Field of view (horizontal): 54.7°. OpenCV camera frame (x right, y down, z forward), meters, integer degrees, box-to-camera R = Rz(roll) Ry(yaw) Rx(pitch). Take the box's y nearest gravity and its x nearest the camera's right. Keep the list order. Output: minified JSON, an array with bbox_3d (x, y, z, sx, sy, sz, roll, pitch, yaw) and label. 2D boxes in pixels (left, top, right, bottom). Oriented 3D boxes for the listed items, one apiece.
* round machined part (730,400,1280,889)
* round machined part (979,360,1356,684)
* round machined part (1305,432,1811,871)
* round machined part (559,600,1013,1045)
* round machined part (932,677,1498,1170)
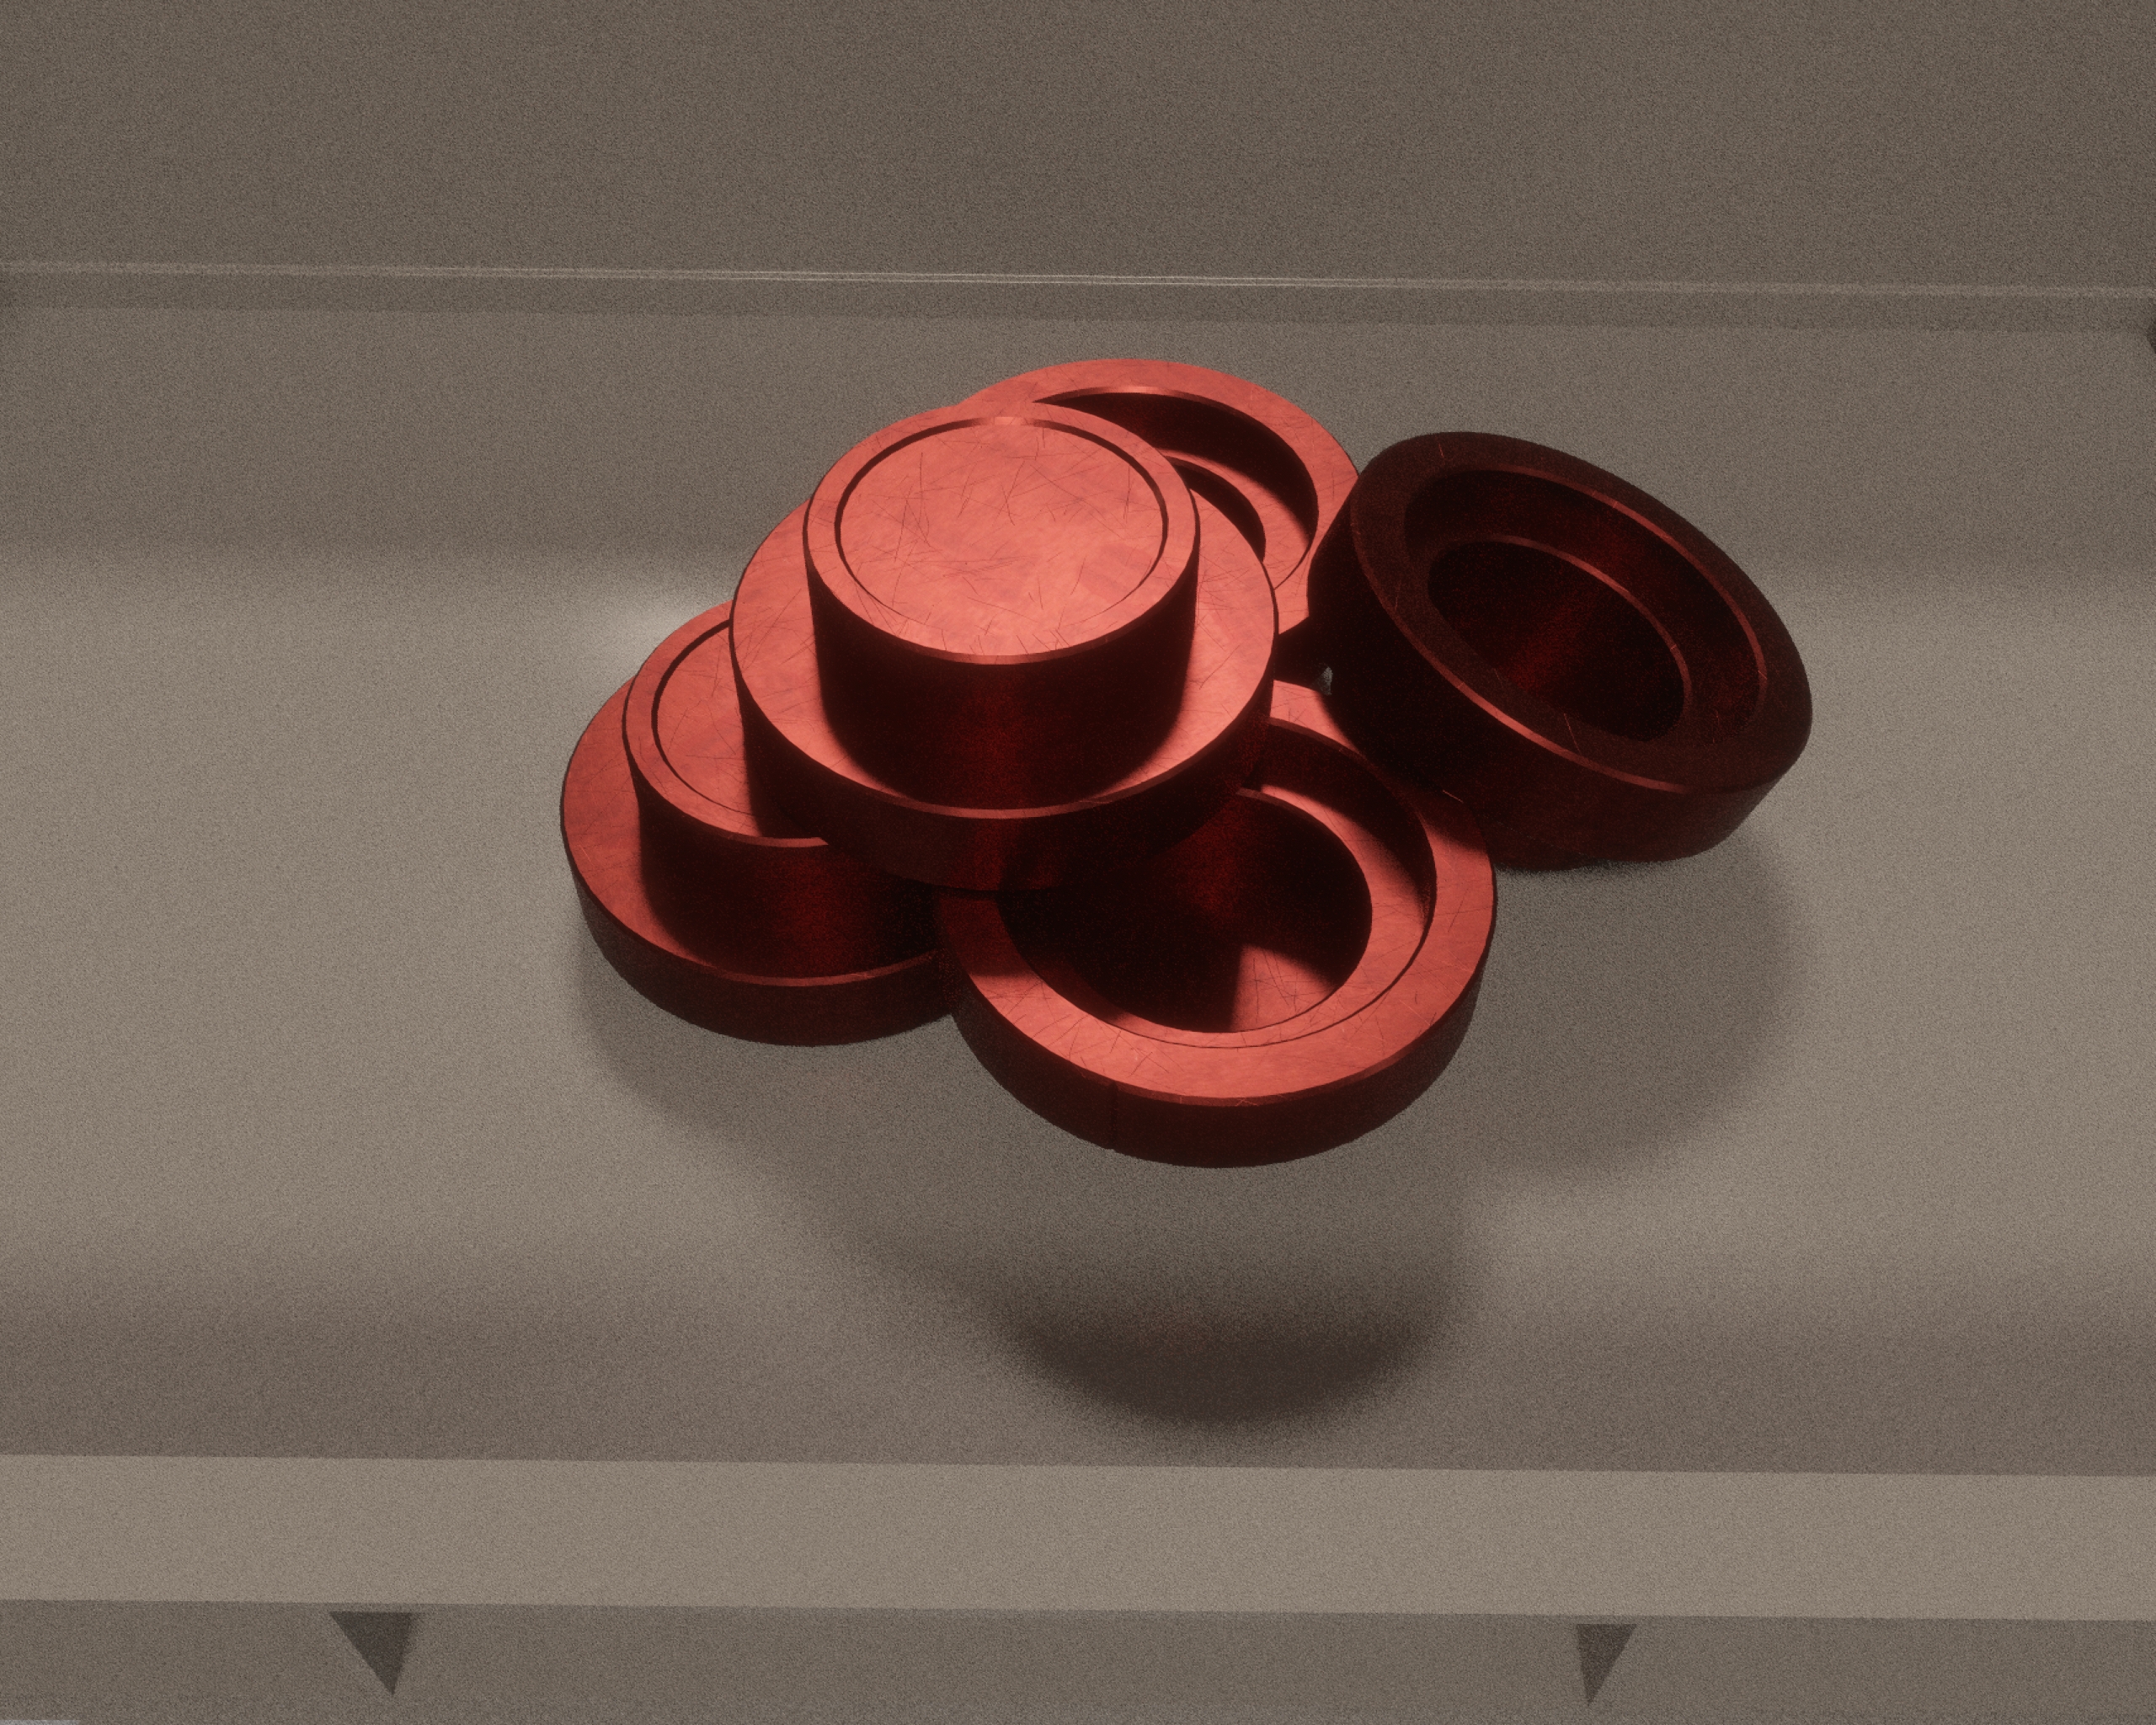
[{"bbox_3d":[-0.013,-0.046,0.374,0.099,0.042,0.098,0,50,0],"label":"round machined part"},{"bbox_3d":[0.011,-0.060,0.443,0.099,0.042,0.098,0,50,0],"label":"round machined part"},{"bbox_3d":[0.089,-0.037,0.410,0.099,0.042,0.098,14,45,-15],"label":"round machined part"},{"bbox_3d":[-0.050,-0.016,0.403,0.099,0.042,0.098,0,50,0],"label":"round machined part"},{"bbox_3d":[0.024,0.014,0.380,0.099,0.042,0.098,0,50,0],"label":"round machined part"}]
